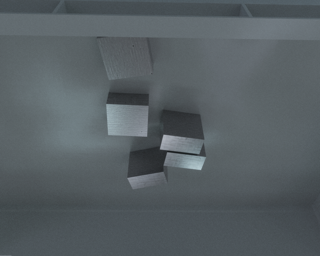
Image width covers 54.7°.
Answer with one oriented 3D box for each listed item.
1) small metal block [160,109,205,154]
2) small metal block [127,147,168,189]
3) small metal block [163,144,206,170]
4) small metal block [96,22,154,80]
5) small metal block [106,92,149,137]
[{"bbox_3d":[0.027,0.004,0.397,0.050,0.050,0.025,7,130,-7],"label":"small metal block"},{"bbox_3d":[-0.017,0.056,0.440,0.050,0.050,0.025,-11,129,9],"label":"small metal block"},{"bbox_3d":[0.031,0.027,0.416,0.050,0.050,0.025,8,130,-7],"label":"small metal block"},{"bbox_3d":[-0.036,-0.083,0.338,0.050,0.025,0.050,-7,130,5],"label":"small metal block"},{"bbox_3d":[-0.040,-0.017,0.394,0.050,0.025,0.050,2,130,-3],"label":"small metal block"}]
